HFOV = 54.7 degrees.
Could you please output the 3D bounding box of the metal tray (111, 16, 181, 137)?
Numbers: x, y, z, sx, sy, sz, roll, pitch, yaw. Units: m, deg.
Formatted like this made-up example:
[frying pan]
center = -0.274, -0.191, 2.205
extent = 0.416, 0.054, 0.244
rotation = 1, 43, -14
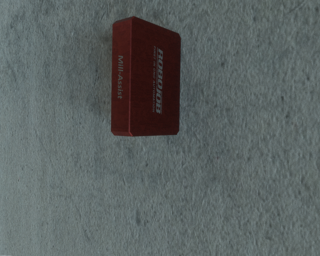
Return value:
[metal tray]
center = -0.014, -0.056, 0.372
extent = 0.030, 0.091, 0.129
rotation = 2, 91, 40
